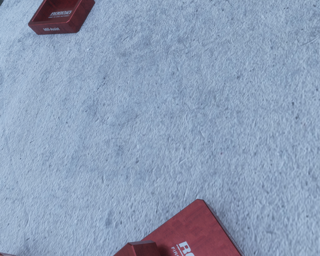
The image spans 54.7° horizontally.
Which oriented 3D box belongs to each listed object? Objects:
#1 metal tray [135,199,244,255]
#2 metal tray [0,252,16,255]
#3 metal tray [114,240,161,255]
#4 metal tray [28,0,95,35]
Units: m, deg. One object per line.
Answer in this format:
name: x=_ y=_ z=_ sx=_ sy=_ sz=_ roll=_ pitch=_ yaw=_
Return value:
metal tray: x=0.041 y=0.145 z=0.290 sx=0.090 sy=0.030 sz=0.130 roll=-37 pitch=51 yaw=3
metal tray: x=-0.167 y=0.212 z=0.357 sx=0.130 sy=0.030 sz=0.090 roll=11 pitch=67 yaw=32
metal tray: x=-0.019 y=0.180 z=0.273 sx=0.090 sy=0.030 sz=0.130 roll=-48 pitch=50 yaw=27
metal tray: x=-0.211 y=-0.245 z=0.662 sx=0.130 sy=0.030 sz=0.090 roll=8 pitch=66 yaw=31
